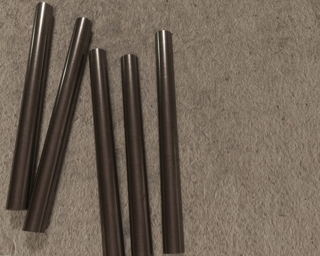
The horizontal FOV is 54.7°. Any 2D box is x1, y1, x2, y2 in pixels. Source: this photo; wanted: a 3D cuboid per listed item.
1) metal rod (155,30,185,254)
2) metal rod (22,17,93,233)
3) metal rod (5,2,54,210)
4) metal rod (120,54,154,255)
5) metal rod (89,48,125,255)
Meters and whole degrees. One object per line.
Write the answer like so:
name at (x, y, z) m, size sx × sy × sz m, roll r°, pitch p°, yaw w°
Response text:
metal rod at (0.010, 0.003, 0.406) m, size 0.025 × 0.025 × 0.299 m, roll -2°, pitch 70°, yaw -1°
metal rod at (-0.131, -0.018, 0.413) m, size 0.025 × 0.025 × 0.299 m, roll 6°, pitch 70°, yaw 2°
metal rod at (-0.173, -0.043, 0.421) m, size 0.025 × 0.025 × 0.299 m, roll -1°, pitch 70°, yaw -1°
metal rod at (-0.030, 0.041, 0.392) m, size 0.025 × 0.025 × 0.299 m, roll -5°, pitch 70°, yaw -2°
metal rod at (-0.069, 0.032, 0.395) m, size 0.025 × 0.025 × 0.299 m, roll -7°, pitch 70°, yaw -3°
